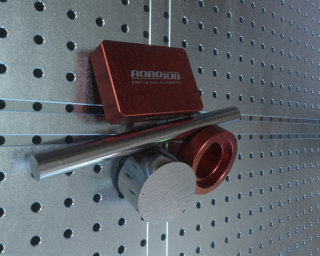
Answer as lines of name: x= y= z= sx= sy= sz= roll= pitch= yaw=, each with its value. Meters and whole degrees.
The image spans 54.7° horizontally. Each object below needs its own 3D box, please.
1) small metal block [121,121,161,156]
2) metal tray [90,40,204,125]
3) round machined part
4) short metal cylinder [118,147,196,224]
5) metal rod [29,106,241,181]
small metal block: x=-0.025 y=0.015 z=0.401 sx=0.050 sy=0.025 sz=0.050 roll=23 pitch=76 yaw=-38
metal tray: x=-0.012 y=-0.055 z=0.379 sx=0.131 sy=0.030 sz=0.090 roll=-7 pitch=76 yaw=-41
round machined part: x=0.062 y=0.041 z=0.437 sx=0.099 sy=0.042 sz=0.097 roll=-23 pitch=127 yaw=-34
short metal cylinder: x=-0.003 y=0.068 z=0.377 sx=0.081 sy=0.050 sz=0.079 roll=-14 pitch=116 yaw=-30
metal rod: x=0.000 y=0.008 z=0.377 sx=0.302 sy=0.025 sz=0.025 roll=-14 pitch=99 yaw=-39
